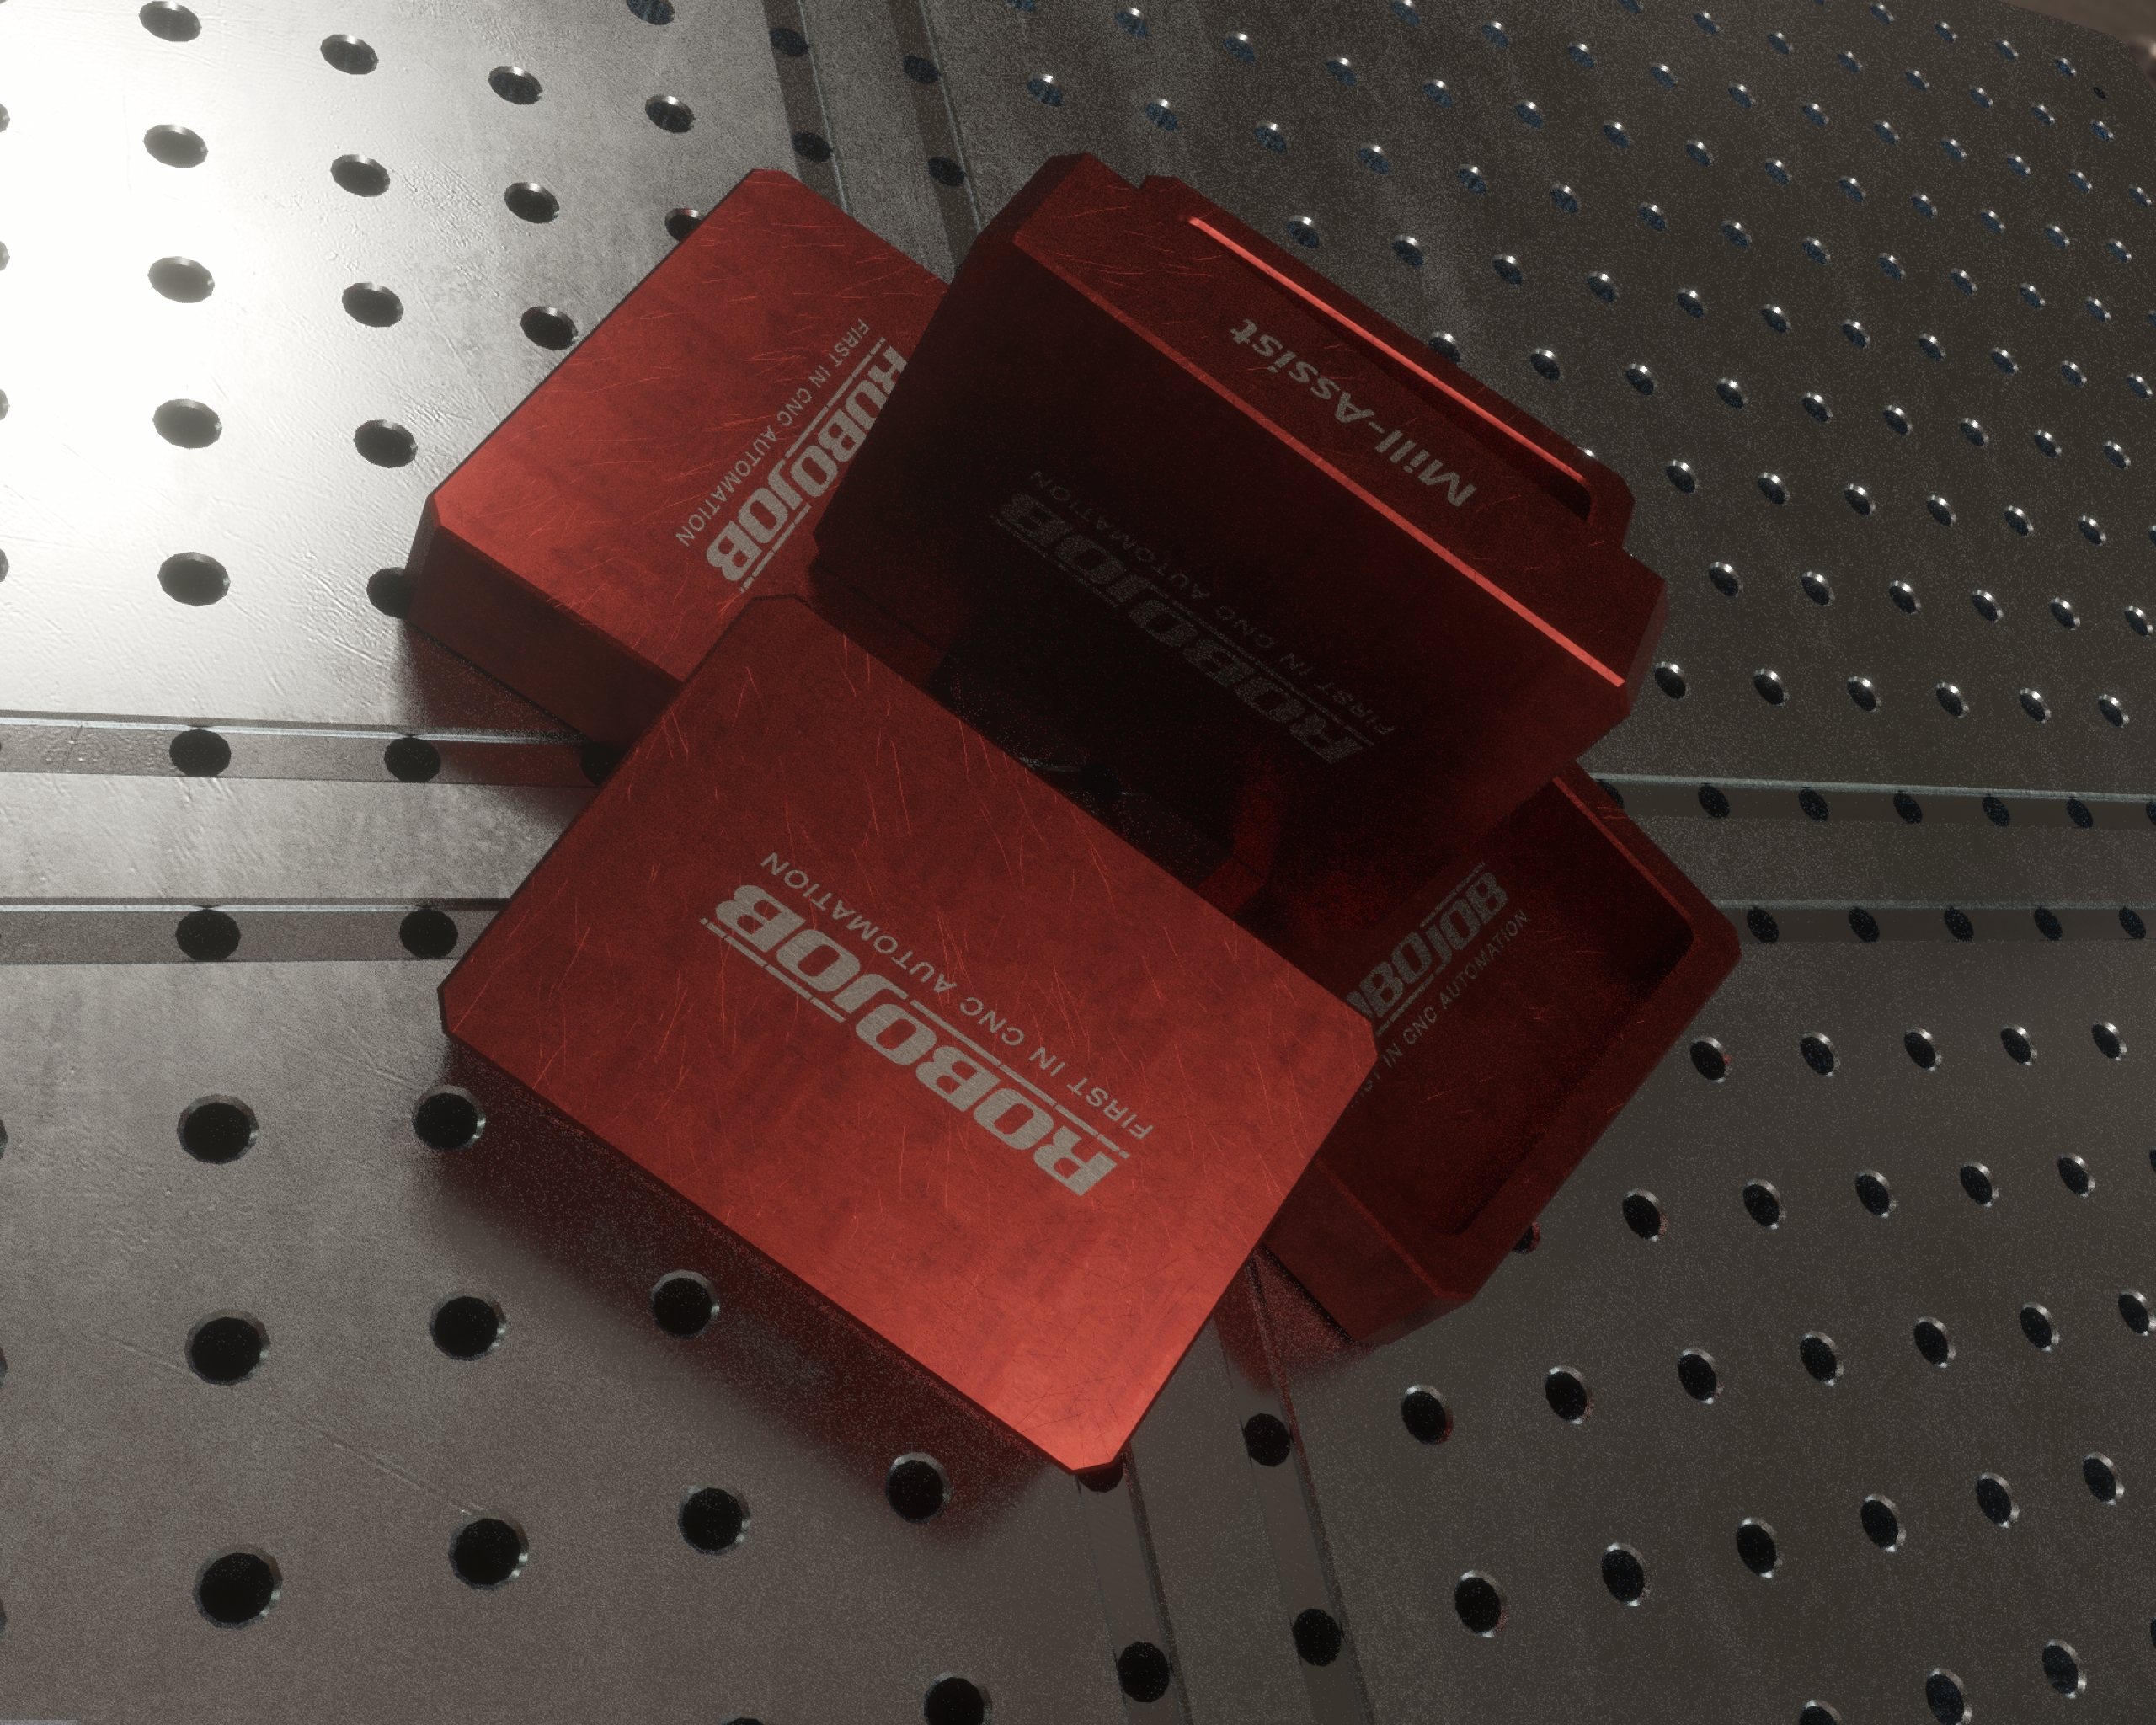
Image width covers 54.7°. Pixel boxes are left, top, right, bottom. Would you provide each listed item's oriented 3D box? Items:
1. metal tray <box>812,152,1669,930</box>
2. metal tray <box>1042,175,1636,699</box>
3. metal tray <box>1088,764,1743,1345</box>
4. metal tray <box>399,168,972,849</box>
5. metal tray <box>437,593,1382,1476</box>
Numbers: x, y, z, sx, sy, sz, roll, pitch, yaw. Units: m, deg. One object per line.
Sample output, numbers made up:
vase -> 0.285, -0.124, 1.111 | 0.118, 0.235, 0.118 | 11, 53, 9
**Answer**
metal tray -> 0.026, -0.052, 0.374 | 0.130, 0.090, 0.030 | 35, 51, -5
metal tray -> 0.050, -0.079, 0.443 | 0.130, 0.030, 0.090 | 32, 51, -8
metal tray -> 0.071, 0.024, 0.429 | 0.090, 0.030, 0.131 | 47, 51, 5
metal tray -> -0.060, -0.074, 0.418 | 0.090, 0.030, 0.130 | 34, 51, -7
metal tray -> -0.027, 0.028, 0.350 | 0.130, 0.030, 0.090 | 37, 76, -4
